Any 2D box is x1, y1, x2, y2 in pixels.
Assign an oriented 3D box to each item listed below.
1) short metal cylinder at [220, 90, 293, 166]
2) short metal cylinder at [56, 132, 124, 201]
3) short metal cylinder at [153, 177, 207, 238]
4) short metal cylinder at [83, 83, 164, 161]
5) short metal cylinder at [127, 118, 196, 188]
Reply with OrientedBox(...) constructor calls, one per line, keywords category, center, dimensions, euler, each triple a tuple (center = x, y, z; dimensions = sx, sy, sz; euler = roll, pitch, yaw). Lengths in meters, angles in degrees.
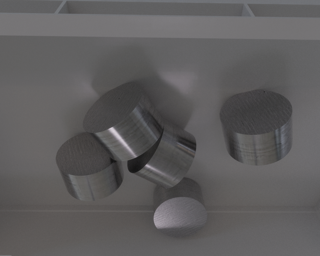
OrientedBox(category="short metal cylinder", center=(0.116, -0.002, 0.373), dimensions=(0.080, 0.080, 0.050), euler=(-12, 129, 10))
OrientedBox(category="short metal cylinder", center=(-0.092, 0.050, 0.414), dimensions=(0.080, 0.080, 0.050), euler=(-2, 130, 2))
OrientedBox(category="short metal cylinder", center=(0.030, 0.124, 0.487), dimensions=(0.081, 0.050, 0.079), euler=(-1, 117, -2))
OrientedBox(category="short metal cylinder", center=(-0.042, -0.008, 0.366), dimensions=(0.080, 0.080, 0.050), euler=(-23, 127, 18))
OrientedBox(category="short metal cylinder", center=(0.001, 0.031, 0.399), dimensions=(0.050, 0.080, 0.080), euler=(30, 124, -23))
